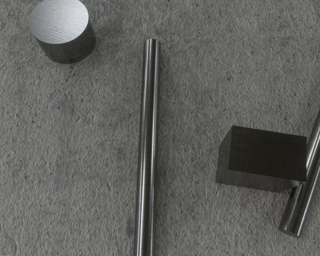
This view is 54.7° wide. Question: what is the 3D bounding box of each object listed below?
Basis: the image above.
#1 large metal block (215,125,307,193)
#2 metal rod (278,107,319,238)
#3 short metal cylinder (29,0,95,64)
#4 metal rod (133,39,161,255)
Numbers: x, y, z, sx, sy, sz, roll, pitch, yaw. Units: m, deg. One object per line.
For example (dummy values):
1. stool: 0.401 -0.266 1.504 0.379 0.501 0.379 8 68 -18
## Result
1. large metal block: 0.115 0.040 0.365 0.080 0.080 0.050 9 71 3
2. metal rod: 0.218 -0.002 0.410 0.025 0.025 0.300 25 72 8
3. short metal cylinder: -0.138 -0.140 0.445 0.081 0.050 0.080 0 70 0
4. metal rod: -0.015 0.018 0.401 0.025 0.025 0.299 1 70 0
